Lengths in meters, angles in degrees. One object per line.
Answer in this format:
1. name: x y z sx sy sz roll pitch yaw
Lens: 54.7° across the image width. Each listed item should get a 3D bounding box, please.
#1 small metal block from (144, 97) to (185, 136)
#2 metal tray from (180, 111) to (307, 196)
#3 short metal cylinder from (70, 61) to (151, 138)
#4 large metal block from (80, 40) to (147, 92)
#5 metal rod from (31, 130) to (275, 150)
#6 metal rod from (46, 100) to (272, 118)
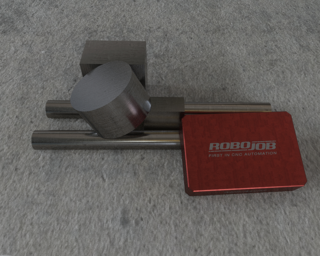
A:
1. small metal block: 0.005 -0.014 0.399 0.050 0.050 0.025 1 50 0
2. metal tray: 0.092 0.029 0.360 0.131 0.030 0.090 -2 68 -4
3. short metal cylinder: -0.058 -0.034 0.370 0.080 0.050 0.080 -16 46 17
4. large metal block: -0.059 -0.073 0.430 0.081 0.080 0.050 1 50 0
5. metal rod: -0.006 0.015 0.392 0.302 0.025 0.025 0 50 -1
6. metal rod: -0.002 -0.024 0.425 0.302 0.025 0.025 1 50 0
